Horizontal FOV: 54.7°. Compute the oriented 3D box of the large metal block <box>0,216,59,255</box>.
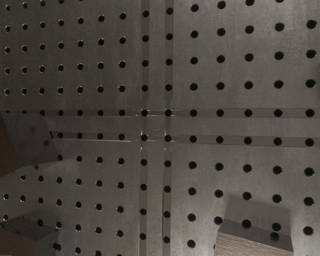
[{"bbox_3d":[-0.208,0.190,0.471,0.080,0.050,0.079,10,93,19],"label":"large metal block"}]

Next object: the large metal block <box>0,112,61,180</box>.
[{"bbox_3d":[-0.204,0.025,0.454,0.050,0.080,0.080,-27,81,18],"label":"large metal block"}]

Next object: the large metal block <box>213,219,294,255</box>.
[{"bbox_3d":[0.105,0.162,0.362,0.080,0.050,0.079,10,93,19],"label":"large metal block"}]
